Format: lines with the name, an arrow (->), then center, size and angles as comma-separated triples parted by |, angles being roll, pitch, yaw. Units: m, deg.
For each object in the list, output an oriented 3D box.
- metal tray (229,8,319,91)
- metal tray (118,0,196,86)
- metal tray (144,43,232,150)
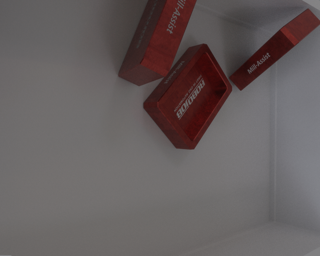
metal tray -> 0.176, -0.119, 0.486 | 0.091, 0.129, 0.030 | -37, 85, -33
metal tray -> 0.000, -0.117, 0.351 | 0.030, 0.090, 0.130 | 24, 81, -21
metal tray -> 0.045, -0.045, 0.440 | 0.090, 0.030, 0.130 | 52, 60, -28
